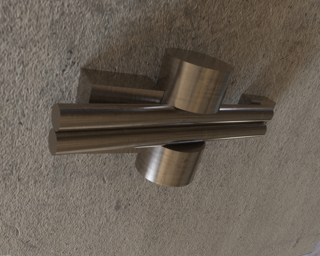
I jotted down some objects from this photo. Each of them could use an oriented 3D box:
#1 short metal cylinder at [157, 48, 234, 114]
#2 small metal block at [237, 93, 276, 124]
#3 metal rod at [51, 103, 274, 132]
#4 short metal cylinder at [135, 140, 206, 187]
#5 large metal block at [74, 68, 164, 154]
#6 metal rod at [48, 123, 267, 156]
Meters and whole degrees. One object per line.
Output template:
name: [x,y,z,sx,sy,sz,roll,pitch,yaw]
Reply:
short metal cylinder: [0.039,-0.056,0.359,0.081,0.080,0.050,1,118,-29]
small metal block: [0.141,-0.023,0.472,0.050,0.025,0.050,3,117,-30]
metal rod: [0.031,-0.015,0.358,0.302,0.025,0.025,-3,120,-36]
short metal cylinder: [0.013,0.031,0.399,0.081,0.080,0.050,1,118,-29]
large metal block: [-0.051,-0.018,0.353,0.081,0.050,0.079,2,118,-29]
metal rod: [0.025,0.007,0.368,0.302,0.025,0.025,-3,120,-36]
